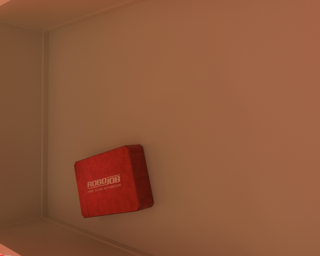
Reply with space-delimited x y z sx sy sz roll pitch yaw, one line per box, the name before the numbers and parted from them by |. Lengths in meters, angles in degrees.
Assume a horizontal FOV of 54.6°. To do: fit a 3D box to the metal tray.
metal tray | -0.074 0.082 0.466 0.130 0.030 0.090 -19 78 38
